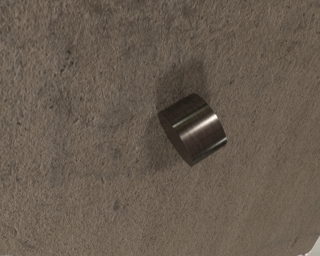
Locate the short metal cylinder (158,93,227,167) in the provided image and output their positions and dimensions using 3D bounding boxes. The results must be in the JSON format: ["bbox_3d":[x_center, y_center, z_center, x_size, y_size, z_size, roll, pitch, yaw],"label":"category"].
[{"bbox_3d":[0.040,0.002,0.396,0.050,0.080,0.080,-32,129,-8],"label":"short metal cylinder"}]
